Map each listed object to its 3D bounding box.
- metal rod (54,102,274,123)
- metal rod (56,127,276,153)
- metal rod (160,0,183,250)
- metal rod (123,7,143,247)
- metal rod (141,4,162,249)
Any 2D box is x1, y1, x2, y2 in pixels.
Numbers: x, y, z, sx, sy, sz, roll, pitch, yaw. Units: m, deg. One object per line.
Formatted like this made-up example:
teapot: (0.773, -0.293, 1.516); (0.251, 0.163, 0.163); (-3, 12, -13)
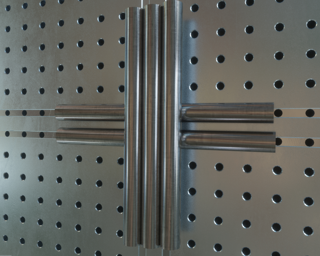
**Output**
metal rod: (-0.008, -0.021, 0.415); (0.301, 0.025, 0.025); (1, 91, 19)
metal rod: (-0.006, 0.014, 0.414); (0.301, 0.025, 0.025); (1, 91, 19)
metal rod: (0.014, -0.003, 0.381); (0.025, 0.025, 0.298); (1, 90, 19)
metal rod: (-0.033, -0.001, 0.397); (0.025, 0.025, 0.298); (1, 90, 19)
metal rod: (-0.010, -0.002, 0.389); (0.025, 0.025, 0.298); (1, 90, 19)
